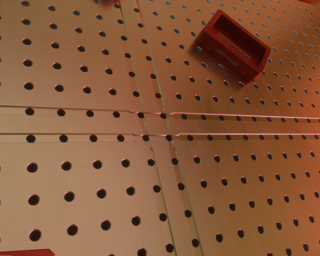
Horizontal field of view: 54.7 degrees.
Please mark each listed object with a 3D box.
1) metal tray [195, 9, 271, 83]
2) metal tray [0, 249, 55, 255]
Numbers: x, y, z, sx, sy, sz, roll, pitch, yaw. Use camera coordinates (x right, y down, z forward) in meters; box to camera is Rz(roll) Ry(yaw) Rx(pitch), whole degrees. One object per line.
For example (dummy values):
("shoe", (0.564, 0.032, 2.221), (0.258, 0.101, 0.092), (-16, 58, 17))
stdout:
("metal tray", (0.139, -0.154, 0.575), (0.130, 0.030, 0.090), (36, 51, -5))
("metal tray", (-0.152, 0.145, 0.235), (0.131, 0.030, 0.090), (7, 59, -25))
